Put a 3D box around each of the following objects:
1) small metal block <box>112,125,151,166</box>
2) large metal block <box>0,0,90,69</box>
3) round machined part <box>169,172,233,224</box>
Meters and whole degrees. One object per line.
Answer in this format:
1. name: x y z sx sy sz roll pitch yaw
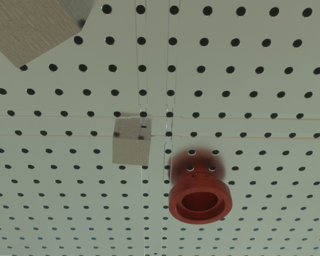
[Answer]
1. small metal block: -0.040 0.025 0.433 0.050 0.025 0.050 5 130 -4
2. large metal block: -0.128 -0.117 0.294 0.080 0.050 0.080 -23 127 18
3. round machined part: 0.063 0.108 0.493 0.099 0.042 0.097 0 130 0
